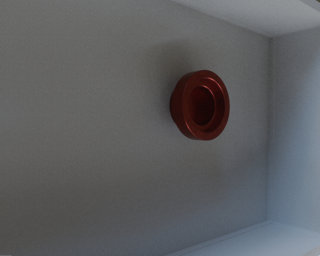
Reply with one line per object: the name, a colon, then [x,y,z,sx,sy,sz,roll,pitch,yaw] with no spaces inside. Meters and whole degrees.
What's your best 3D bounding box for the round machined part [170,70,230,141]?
round machined part: [0.053,-0.031,0.442,0.099,0.042,0.097,0,90,-40]
